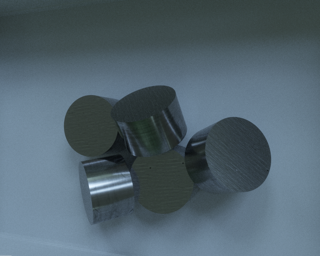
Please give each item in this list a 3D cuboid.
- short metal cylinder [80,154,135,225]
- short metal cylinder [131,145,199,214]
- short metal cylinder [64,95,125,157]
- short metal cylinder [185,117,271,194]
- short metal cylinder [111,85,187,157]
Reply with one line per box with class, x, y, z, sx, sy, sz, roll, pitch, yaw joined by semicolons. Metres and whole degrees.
short metal cylinder;-0.070;0.077;0.396;0.050;0.080;0.080;-9;86;-23
short metal cylinder;0.009;0.062;0.392;0.080;0.050;0.079;0;90;19
short metal cylinder;-0.081;-0.003;0.422;0.080;0.050;0.079;0;90;19
short metal cylinder;0.075;0.033;0.347;0.081;0.050;0.080;5;74;-19
short metal cylinder;-0.013;-0.010;0.375;0.080;0.080;0.050;-8;123;19
